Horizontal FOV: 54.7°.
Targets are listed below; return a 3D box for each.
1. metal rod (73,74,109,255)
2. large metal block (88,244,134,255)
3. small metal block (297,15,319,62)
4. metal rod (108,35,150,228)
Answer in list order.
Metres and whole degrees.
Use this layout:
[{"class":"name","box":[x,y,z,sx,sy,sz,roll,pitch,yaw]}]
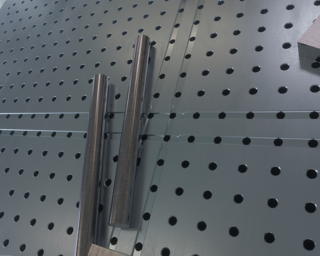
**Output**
[{"class":"metal rod","box":[-0.092,0.046,0.428,0.025,0.025,0.299,-15,55,20]},{"class":"large metal block","box":[-0.037,0.163,0.292,0.050,0.080,0.080,5,64,30]},{"class":"small metal block","box":[0.202,-0.105,0.367,0.050,0.025,0.050,-49,52,-7]},{"class":"metal rod","box":[-0.038,-0.015,0.437,0.025,0.025,0.299,-10,57,23]}]
